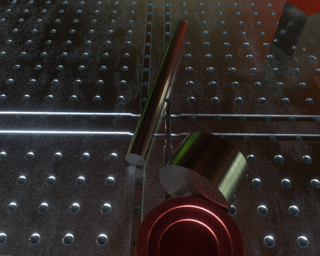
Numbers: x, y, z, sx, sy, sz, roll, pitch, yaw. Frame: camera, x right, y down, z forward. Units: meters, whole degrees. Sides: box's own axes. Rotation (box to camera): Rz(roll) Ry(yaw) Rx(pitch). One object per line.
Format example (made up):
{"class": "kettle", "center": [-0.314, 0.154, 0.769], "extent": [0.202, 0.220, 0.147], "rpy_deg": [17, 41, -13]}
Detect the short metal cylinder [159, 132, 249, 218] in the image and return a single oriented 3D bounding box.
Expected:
{"class": "short metal cylinder", "center": [0.046, 0.050, 0.331], "extent": [0.080, 0.080, 0.050], "rpy_deg": [26, 55, 20]}

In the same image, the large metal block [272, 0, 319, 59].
{"class": "large metal block", "center": [0.248, -0.174, 0.521], "extent": [0.081, 0.080, 0.050], "rpy_deg": [-21, 53, -17]}

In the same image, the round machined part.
{"class": "round machined part", "center": [0.027, 0.119, 0.296], "extent": [0.099, 0.042, 0.098], "rpy_deg": [0, 52, 0]}

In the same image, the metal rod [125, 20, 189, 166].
{"class": "metal rod", "center": [0.005, -0.073, 0.469], "extent": [0.025, 0.025, 0.300], "rpy_deg": [11, 51, 8]}
